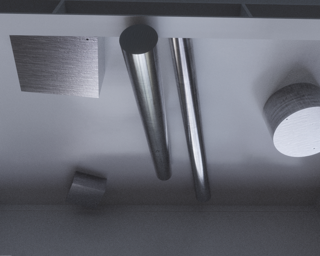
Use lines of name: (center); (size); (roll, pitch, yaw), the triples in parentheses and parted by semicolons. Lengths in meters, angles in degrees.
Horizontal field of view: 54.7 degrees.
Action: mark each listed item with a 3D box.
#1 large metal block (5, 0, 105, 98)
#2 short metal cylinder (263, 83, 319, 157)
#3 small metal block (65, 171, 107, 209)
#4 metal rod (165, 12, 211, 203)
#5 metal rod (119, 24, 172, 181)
large metal block: (-0.101, -0.081, 0.322); (0.081, 0.050, 0.079); (5, 130, -5)
short metal cylinder: (0.176, -0.010, 0.387); (0.081, 0.050, 0.079); (0, 130, 0)
small metal block: (-0.117, 0.099, 0.492); (0.050, 0.025, 0.050); (18, 128, -16)
metal rod: (0.044, -0.001, 0.409); (0.025, 0.025, 0.298); (-8, 130, 6)
metal rod: (-0.004, 0.005, 0.334); (0.025, 0.025, 0.299); (-4, 155, 3)
